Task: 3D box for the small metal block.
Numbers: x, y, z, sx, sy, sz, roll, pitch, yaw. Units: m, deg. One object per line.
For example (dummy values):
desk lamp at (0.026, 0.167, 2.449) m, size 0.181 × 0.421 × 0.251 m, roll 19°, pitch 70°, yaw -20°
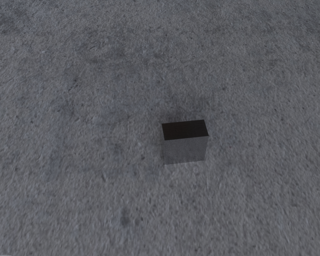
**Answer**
small metal block at (0.028, 0.018, 0.372) m, size 0.050 × 0.050 × 0.025 m, roll -6°, pitch 51°, yaw -5°
